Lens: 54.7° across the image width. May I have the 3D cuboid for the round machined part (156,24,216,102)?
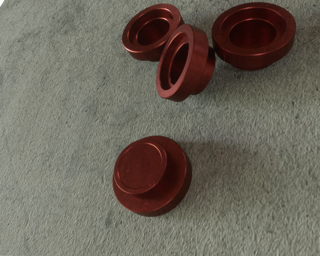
[{"bbox_3d":[0.036,-0.081,0.403,0.098,0.042,0.098,-42,41,52],"label":"round machined part"}]

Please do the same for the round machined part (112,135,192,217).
[{"bbox_3d":[-0.015,0.052,0.369,0.098,0.042,0.098,-13,56,21],"label":"round machined part"}]

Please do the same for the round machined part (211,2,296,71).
[{"bbox_3d":[0.116,-0.111,0.391,0.098,0.042,0.098,-7,55,10],"label":"round machined part"}]

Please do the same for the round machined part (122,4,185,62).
[{"bbox_3d":[-0.007,-0.143,0.484,0.098,0.042,0.098,-13,56,21],"label":"round machined part"}]
